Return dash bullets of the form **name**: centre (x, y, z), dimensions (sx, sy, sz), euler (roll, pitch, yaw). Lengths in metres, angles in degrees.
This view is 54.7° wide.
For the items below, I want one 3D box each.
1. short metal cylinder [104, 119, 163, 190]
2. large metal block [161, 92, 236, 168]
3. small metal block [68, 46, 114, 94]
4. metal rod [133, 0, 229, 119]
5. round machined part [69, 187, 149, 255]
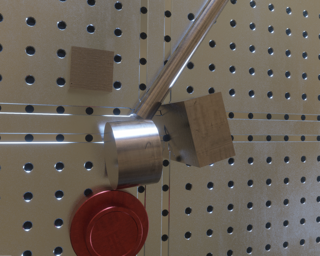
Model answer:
- **short metal cylinder**: centre (-0.035, 0.031, 0.372), dimensions (0.050, 0.080, 0.079), euler (-5, 92, -20)
- **large metal block**: centre (0.046, 0.001, 0.402), dimensions (0.050, 0.080, 0.080), euler (-16, 96, -20)
- **small metal block**: centre (-0.085, -0.070, 0.382), dimensions (0.050, 0.025, 0.050), euler (3, 89, -20)
- **metal rod**: centre (0.054, -0.136, 0.433), dimensions (0.025, 0.025, 0.300), euler (36, 78, -17)
- **round machined part**: centre (-0.060, 0.126, 0.382), dimensions (0.099, 0.042, 0.097), euler (0, 90, -21)
